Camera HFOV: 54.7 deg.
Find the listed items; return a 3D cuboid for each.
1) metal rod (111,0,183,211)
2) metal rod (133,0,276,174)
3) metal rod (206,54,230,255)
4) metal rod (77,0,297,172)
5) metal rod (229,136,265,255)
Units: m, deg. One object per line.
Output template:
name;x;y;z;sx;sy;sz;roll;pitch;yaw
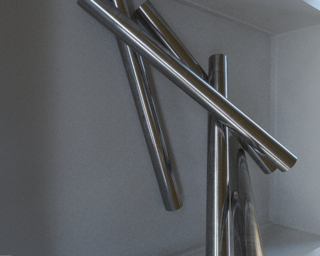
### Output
metal rod;-0.019;-0.034;0.389;0.025;0.025;0.298;-25;106;-37
metal rod;0.072;-0.046;0.430;0.300;0.025;0.025;48;61;-17
metal rod;0.067;0.044;0.357;0.025;0.025;0.299;24;60;-38
metal rod;0.034;-0.052;0.352;0.300;0.025;0.025;39;63;-5
metal rod;0.097;0.067;0.374;0.301;0.025;0.025;-57;133;-70
